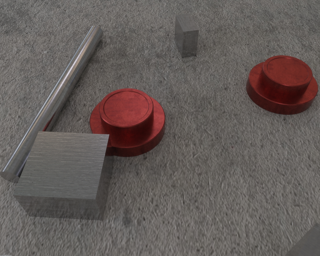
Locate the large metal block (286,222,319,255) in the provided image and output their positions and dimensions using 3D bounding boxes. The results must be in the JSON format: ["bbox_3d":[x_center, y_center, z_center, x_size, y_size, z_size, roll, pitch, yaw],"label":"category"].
[{"bbox_3d":[0.120,0.138,0.252,0.050,0.080,0.080,34,58,25],"label":"large metal block"}]

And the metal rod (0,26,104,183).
[{"bbox_3d":[-0.141,-0.056,0.448,0.025,0.025,0.300,9,50,7],"label":"metal rod"}]

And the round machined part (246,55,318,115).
[{"bbox_3d":[0.180,-0.069,0.451,0.099,0.042,0.098,0,50,0],"label":"round machined part"}]

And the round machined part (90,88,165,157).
[{"bbox_3d":[-0.042,-0.014,0.404,0.099,0.042,0.098,0,50,0],"label":"round machined part"}]

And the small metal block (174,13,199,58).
[{"bbox_3d":[0.043,-0.154,0.517,0.025,0.050,0.050,-10,51,-8],"label":"small metal block"}]

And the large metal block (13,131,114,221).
[{"bbox_3d":[-0.099,0.052,0.343,0.080,0.050,0.080,3,50,2],"label":"large metal block"}]
